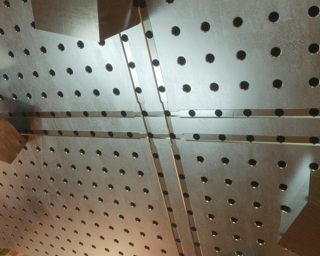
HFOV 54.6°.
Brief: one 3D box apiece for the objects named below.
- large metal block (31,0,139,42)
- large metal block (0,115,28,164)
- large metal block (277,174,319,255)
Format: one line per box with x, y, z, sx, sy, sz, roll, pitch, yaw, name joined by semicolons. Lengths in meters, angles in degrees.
-0.078;-0.135;0.334;0.080;0.080;0.050;16;125;19;large metal block
-0.297;0.013;0.542;0.080;0.050;0.080;16;150;19;large metal block
0.195;0.113;0.362;0.080;0.050;0.079;24;127;13;large metal block
